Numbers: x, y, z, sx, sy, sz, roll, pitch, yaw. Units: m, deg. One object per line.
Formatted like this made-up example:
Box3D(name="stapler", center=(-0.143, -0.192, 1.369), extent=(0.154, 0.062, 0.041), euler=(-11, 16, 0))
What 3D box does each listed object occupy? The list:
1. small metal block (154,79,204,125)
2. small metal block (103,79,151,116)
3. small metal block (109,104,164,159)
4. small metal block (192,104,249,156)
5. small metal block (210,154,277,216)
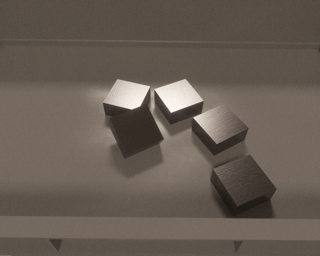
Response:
Box3D(name="small metal block", center=(0.026, -0.038, 0.437), extent=(0.050, 0.025, 0.050), euler=(-21, 53, -17))
Box3D(name="small metal block", center=(-0.045, -0.039, 0.437), extent=(0.050, 0.025, 0.050), euler=(14, 51, 11))
Box3D(name="small metal block", center=(-0.031, 0.004, 0.388), extent=(0.050, 0.025, 0.050), euler=(-23, 80, -19))
Box3D(name="small metal block", center=(0.077, 0.001, 0.405), extent=(0.050, 0.025, 0.050), euler=(-24, 54, -20))
Box3D(name="small metal block", center=(0.093, 0.064, 0.352), extent=(0.050, 0.025, 0.050), euler=(-19, 53, -16))
